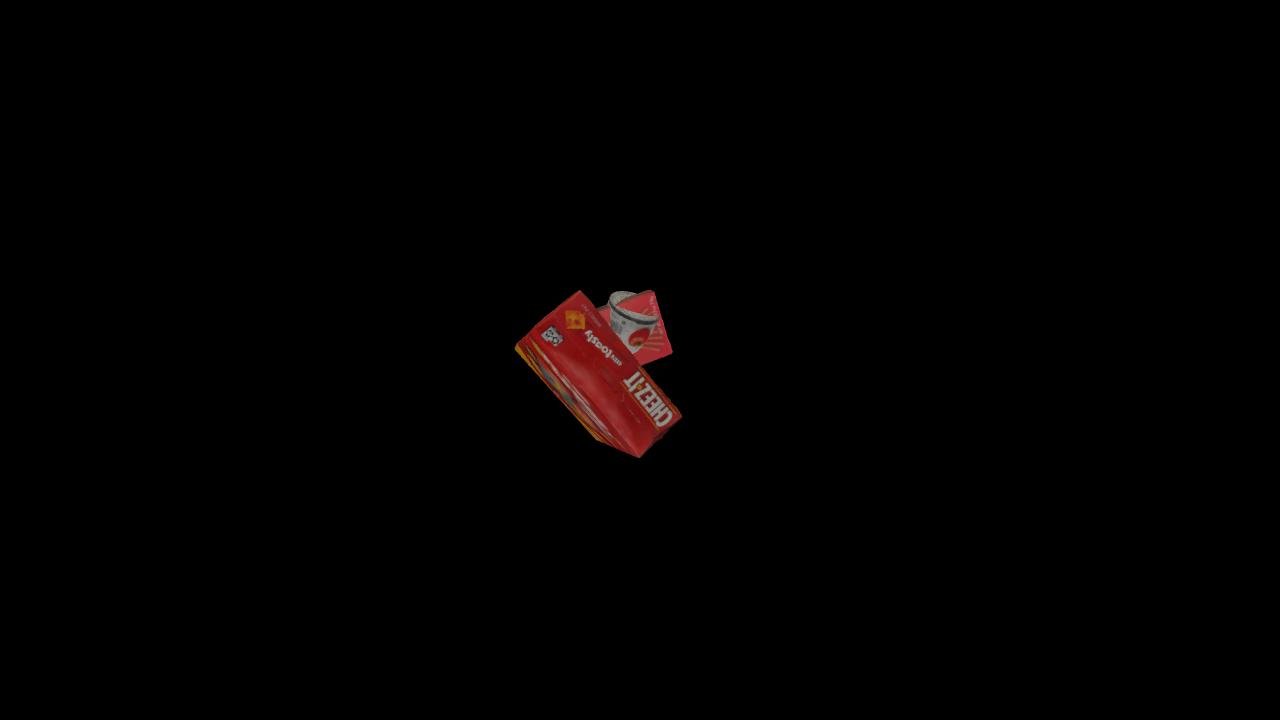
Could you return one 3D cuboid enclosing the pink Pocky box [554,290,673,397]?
[{"bbox_3d":[-0.044,-0.021,0.747,0.155,0.084,0.029,-20,17,-10],"label":"pink Pocky box"}]

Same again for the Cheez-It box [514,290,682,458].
[{"bbox_3d":[-0.058,0.019,0.697,0.071,0.166,0.223,-42,7,-13],"label":"Cheez-It box"}]

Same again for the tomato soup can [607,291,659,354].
[{"bbox_3d":[-0.023,-0.028,0.768,0.068,0.101,0.068,16,31,-10],"label":"tomato soup can"}]
